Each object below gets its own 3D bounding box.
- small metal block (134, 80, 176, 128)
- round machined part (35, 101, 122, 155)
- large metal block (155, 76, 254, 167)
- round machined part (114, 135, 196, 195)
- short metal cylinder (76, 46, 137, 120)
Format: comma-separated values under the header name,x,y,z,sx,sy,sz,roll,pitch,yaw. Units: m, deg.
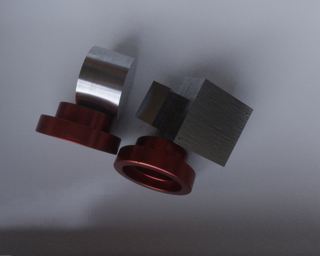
name,x,y,z,sx,sy,sz,roll,pitch,yaw
small metal block,-0.001,-0.027,0.396,0.025,0.050,0.050,28,90,20
round machined part,-0.094,-0.001,0.374,0.099,0.098,0.042,17,83,-1
large metal block,0.055,-0.008,0.384,0.080,0.050,0.080,27,89,-27
round machined part,-0.003,0.044,0.380,0.098,0.098,0.042,20,65,-1
short metal cylinder,-0.065,-0.055,0.383,0.050,0.080,0.080,17,90,0
